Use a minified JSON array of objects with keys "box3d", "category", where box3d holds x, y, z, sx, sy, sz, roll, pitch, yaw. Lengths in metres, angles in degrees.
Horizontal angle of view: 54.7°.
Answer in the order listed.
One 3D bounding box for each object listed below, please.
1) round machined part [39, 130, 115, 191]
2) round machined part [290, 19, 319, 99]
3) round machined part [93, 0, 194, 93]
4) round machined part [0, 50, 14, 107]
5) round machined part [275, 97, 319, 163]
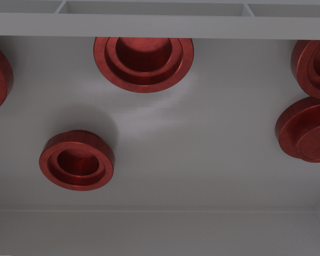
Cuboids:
[{"box3d":[-0.112,0.041,0.431,0.099,0.042,0.097,0,130,0],"category":"round machined part"},{"box3d":[0.190,-0.081,0.330,0.099,0.042,0.097,0,130,0],"category":"round machined part"},{"box3d":[-0.016,-0.086,0.319,0.099,0.042,0.097,-1,139,-1],"category":"round machined part"},{"box3d":[-0.212,-0.066,0.340,0.099,0.042,0.097,0,130,0],"category":"round machined part"},{"box3d":[0.207,0.008,0.407,0.099,0.042,0.097,0,130,0],"category":"round machined part"}]
